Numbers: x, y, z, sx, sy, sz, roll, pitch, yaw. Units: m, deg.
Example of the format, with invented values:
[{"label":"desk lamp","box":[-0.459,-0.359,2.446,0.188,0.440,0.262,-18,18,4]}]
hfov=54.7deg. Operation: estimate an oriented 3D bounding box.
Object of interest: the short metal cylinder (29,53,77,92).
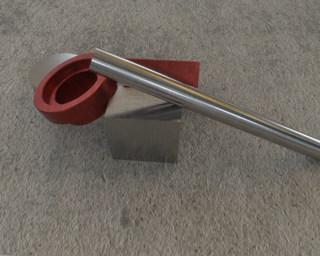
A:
[{"label":"short metal cylinder","box":[-0.136,-0.061,0.438,0.081,0.050,0.080,0,50,0]}]

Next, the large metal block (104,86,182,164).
[{"label":"large metal block","box":[-0.017,-0.003,0.370,0.080,0.080,0.050,4,50,2]}]

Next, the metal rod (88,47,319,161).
[{"label":"metal rod","box":[0.070,-0.018,0.345,0.302,0.025,0.025,20,49,-15]}]

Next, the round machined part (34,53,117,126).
[{"label":"round machined part","box":[-0.095,-0.042,0.370,0.098,0.042,0.098,-13,47,15]}]

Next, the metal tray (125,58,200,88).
[{"label":"metal tray","box":[0.003,-0.074,0.414,0.091,0.030,0.130,4,11,3]}]
